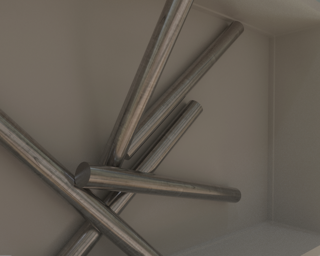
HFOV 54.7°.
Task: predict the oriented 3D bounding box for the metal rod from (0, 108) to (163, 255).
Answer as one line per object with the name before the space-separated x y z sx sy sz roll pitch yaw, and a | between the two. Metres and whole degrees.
metal rod | -0.088 0.063 0.310 0.300 0.025 0.025 49 61 -21

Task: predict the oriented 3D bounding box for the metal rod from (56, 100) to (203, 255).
metal rod | -0.035 0.068 0.379 0.301 0.025 0.025 -49 119 -29

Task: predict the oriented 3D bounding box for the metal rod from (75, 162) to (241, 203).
metal rod | 0.025 0.078 0.405 0.302 0.025 0.025 19 78 -46

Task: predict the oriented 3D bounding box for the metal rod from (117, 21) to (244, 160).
metal rod | 0.041 -0.069 0.443 0.301 0.025 0.025 -48 119 -29

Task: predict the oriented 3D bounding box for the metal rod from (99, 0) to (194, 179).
metal rod | -0.005 -0.071 0.320 0.025 0.025 0.298 13 108 -40
